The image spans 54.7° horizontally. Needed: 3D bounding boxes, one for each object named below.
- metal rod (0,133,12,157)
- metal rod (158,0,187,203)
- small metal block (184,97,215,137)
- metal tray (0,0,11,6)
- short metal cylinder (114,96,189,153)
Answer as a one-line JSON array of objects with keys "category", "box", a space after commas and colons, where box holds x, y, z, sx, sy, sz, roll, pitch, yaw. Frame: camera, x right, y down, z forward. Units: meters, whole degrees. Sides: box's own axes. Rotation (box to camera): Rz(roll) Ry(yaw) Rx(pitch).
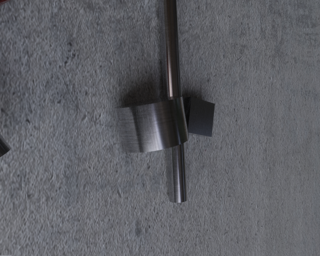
[{"category": "metal rod", "box": [-0.209, -0.099, 0.216, 0.025, 0.025, 0.299, -42, 112, -32]}, {"category": "metal rod", "box": [0.017, -0.049, 0.420, 0.025, 0.025, 0.298, -6, 94, -40]}, {"category": "small metal block", "box": [0.052, -0.015, 0.450, 0.050, 0.025, 0.050, 11, 83, -40]}, {"category": "metal tray", "box": [-0.175, -0.074, 0.206, 0.131, 0.090, 0.030, -42, 123, -33]}, {"category": "short metal cylinder", "box": [-0.009, -0.006, 0.363, 0.081, 0.080, 0.050, -17, 101, -39]}]
